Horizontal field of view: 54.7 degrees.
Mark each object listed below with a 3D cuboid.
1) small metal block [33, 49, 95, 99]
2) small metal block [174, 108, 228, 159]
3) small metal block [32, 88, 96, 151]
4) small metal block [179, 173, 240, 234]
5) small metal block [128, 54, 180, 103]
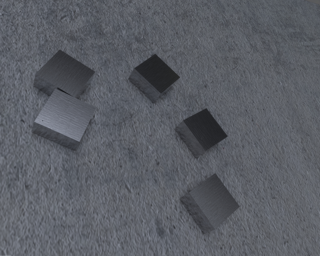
[{"bbox_3d":[-0.116,-0.060,0.378,0.050,0.025,0.050,32,51,-8],"label":"small metal block"},{"bbox_3d":[0.057,0.007,0.430,0.050,0.025,0.050,-27,77,-37],"label":"small metal block"},{"bbox_3d":[-0.108,-0.009,0.351,0.050,0.025,0.050,26,53,-12],"label":"small metal block"},{"bbox_3d":[0.061,0.092,0.380,0.050,0.025,0.050,-27,77,-37],"label":"small metal block"},{"bbox_3d":[-0.008,-0.071,0.443,0.050,0.025,0.050,44,51,2],"label":"small metal block"}]
